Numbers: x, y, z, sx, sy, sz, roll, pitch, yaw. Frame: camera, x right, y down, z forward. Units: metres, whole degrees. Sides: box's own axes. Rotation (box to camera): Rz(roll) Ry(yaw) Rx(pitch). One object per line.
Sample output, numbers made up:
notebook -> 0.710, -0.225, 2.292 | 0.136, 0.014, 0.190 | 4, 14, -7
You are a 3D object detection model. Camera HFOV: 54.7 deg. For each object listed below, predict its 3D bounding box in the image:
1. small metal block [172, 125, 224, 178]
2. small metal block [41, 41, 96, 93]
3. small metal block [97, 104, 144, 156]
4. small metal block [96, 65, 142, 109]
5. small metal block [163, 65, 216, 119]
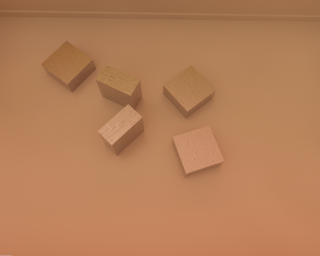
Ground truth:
small metal block -> 0.048, 0.030, 0.399 | 0.050, 0.025, 0.050 | -17, 71, -7
small metal block -> -0.129, -0.087, 0.440 | 0.050, 0.025, 0.050 | 37, 74, 12
small metal block -> -0.048, 0.004, 0.394 | 0.025, 0.050, 0.050 | 43, 75, 13
small metal block -> -0.053, -0.052, 0.415 | 0.050, 0.050, 0.025 | 25, 72, 8
small metal block -> 0.040, -0.050, 0.428 | 0.050, 0.025, 0.050 | -37, 75, -13
